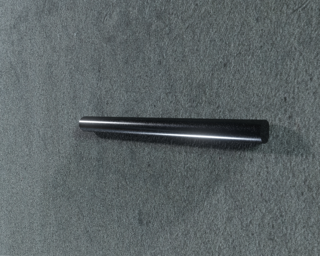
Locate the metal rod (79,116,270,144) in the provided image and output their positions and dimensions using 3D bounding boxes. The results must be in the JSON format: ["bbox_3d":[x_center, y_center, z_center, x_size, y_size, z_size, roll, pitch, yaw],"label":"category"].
[{"bbox_3d":[-0.007,-0.002,0.414,0.300,0.025,0.025,3,92,40],"label":"metal rod"}]
